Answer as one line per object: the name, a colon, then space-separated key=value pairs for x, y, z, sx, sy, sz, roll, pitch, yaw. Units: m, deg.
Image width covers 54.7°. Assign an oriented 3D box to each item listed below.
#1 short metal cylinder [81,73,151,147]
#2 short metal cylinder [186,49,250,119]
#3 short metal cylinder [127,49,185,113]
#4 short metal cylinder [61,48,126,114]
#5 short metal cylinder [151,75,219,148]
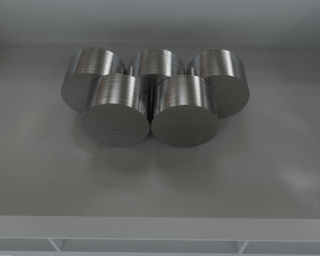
short metal cylinder: x=-0.052 y=-0.021 z=0.384 sx=0.080 sy=0.080 sz=0.050 roll=1 pitch=50 yaw=0
short metal cylinder: x=0.075 y=-0.057 z=0.416 sx=0.080 sy=0.080 sz=0.050 roll=1 pitch=50 yaw=1
short metal cylinder: x=-0.006 y=-0.058 z=0.416 sx=0.080 sy=0.080 sz=0.050 roll=1 pitch=50 yaw=0
short metal cylinder: x=-0.087 y=-0.060 z=0.417 sx=0.080 sy=0.080 sz=0.050 roll=1 pitch=50 yaw=0
short metal cylinder: x=0.030 y=-0.019 z=0.383 sx=0.080 sy=0.080 sz=0.050 roll=1 pitch=50 yaw=0
